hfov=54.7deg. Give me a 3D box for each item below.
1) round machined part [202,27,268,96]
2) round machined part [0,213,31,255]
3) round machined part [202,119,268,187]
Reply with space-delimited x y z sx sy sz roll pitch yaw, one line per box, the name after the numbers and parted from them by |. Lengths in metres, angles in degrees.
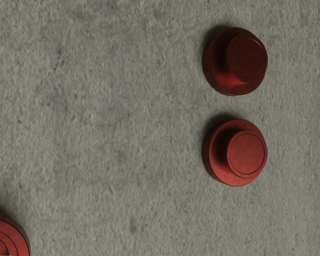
0.114 -0.096 0.443 0.099 0.042 0.097 0 90 -21 | round machined part
-0.191 0.137 0.330 0.099 0.042 0.097 0 90 -21 | round machined part
0.113 0.036 0.444 0.099 0.042 0.097 0 90 -21 | round machined part
